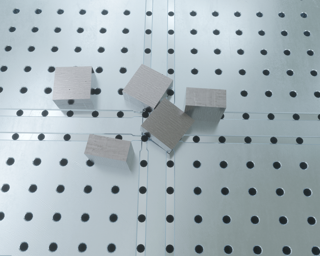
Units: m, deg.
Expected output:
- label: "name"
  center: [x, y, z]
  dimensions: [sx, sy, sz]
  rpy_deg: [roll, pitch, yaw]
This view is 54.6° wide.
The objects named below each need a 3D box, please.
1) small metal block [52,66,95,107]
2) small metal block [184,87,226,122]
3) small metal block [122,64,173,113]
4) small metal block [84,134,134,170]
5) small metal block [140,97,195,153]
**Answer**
- label: "small metal block"
  center: [-0.119, -0.057, 0.432]
  dimensions: [0.050, 0.025, 0.050]
  rpy_deg: [-2, 70, -1]
- label: "small metal block"
  center: [0.058, -0.030, 0.410]
  dimensions: [0.050, 0.050, 0.025]
  rpy_deg: [4, 70, 1]
- label: "small metal block"
  center: [-0.016, -0.053, 0.431]
  dimensions: [0.050, 0.025, 0.050]
  rpy_deg: [29, 73, 10]
- label: "small metal block"
  center: [-0.061, 0.031, 0.387]
  dimensions: [0.050, 0.050, 0.025]
  rpy_deg: [10, 71, 4]
- label: "small metal block"
  center: [0.009, -0.003, 0.410]
  dimensions: [0.050, 0.025, 0.050]
  rpy_deg: [38, 74, 4]
